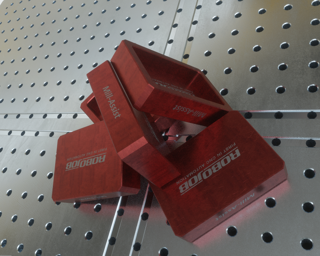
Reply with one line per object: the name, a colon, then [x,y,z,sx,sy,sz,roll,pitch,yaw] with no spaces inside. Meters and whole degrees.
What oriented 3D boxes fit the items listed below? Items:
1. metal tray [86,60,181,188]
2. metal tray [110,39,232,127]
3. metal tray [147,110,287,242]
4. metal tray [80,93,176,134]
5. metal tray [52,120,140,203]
metal tray: [-0.030,-0.006,0.345,0.030,0.090,0.130,-33,52,6]
metal tray: [0.016,-0.049,0.362,0.030,0.131,0.090,-53,46,28]
metal tray: [0.058,0.050,0.342,0.130,0.030,0.090,-35,51,4]
metal tray: [-0.048,-0.025,0.443,0.090,0.030,0.130,-45,51,-4]
metal tray: [-0.082,0.043,0.389,0.130,0.030,0.090,-17,65,36]
